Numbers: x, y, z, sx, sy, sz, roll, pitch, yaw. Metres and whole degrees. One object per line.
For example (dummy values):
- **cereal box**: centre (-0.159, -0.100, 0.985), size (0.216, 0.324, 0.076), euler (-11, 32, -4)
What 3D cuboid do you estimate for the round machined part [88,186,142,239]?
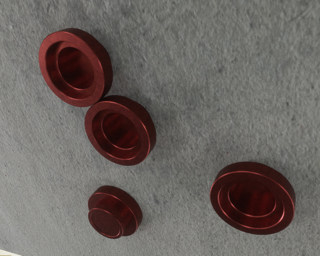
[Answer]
- **round machined part**: centre (-0.083, 0.150, 0.531), size (0.098, 0.042, 0.097), euler (13, 124, 20)

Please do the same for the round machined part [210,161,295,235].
- **round machined part**: centre (0.115, 0.081, 0.385), size (0.098, 0.042, 0.097), euler (13, 124, 20)

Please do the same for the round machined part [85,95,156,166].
- **round machined part**: centre (-0.049, 0.000, 0.420), size (0.098, 0.042, 0.097), euler (13, 124, 20)

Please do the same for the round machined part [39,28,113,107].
- **round machined part**: centre (-0.102, -0.079, 0.398), size (0.098, 0.042, 0.097), euler (13, 123, 21)
